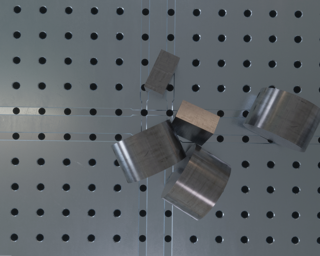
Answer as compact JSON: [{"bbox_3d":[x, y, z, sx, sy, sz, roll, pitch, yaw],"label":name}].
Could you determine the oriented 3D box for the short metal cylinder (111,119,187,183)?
[{"bbox_3d":[-0.014,0.028,0.386,0.080,0.080,0.050,-25,90,0],"label":"short metal cylinder"}]

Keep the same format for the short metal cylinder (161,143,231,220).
[{"bbox_3d":[0.044,0.066,0.386,0.050,0.080,0.080,33,90,0],"label":"short metal cylinder"}]

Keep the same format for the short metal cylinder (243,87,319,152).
[{"bbox_3d":[0.152,-0.010,0.387,0.080,0.080,0.050,27,90,0],"label":"short metal cylinder"}]

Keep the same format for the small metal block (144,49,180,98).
[{"bbox_3d":[0.003,-0.068,0.401,0.025,0.050,0.050,25,90,0],"label":"small metal block"}]

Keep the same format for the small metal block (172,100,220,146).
[{"bbox_3d":[0.042,-0.005,0.398,0.050,0.050,0.025,25,67,0],"label":"small metal block"}]
